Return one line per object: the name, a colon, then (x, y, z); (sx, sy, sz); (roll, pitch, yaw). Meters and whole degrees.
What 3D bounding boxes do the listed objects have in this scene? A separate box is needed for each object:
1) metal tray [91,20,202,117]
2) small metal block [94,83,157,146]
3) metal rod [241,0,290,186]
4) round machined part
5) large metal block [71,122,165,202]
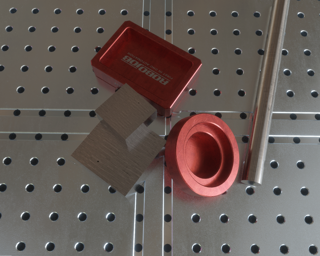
metal tray: (-0.019, -0.086, 0.440); (0.130, 0.030, 0.090); (32, 73, 10)
small metal block: (-0.039, -0.016, 0.364); (0.050, 0.025, 0.050); (42, 74, 13)
metal rod: (0.153, -0.066, 0.437); (0.025, 0.025, 0.299); (14, 70, 5)
round machined part: (0.046, 0.034, 0.375); (0.099, 0.042, 0.098); (7, 77, -32)
large metal block: (-0.048, 0.032, 0.386); (0.080, 0.050, 0.080); (35, 73, 11)
